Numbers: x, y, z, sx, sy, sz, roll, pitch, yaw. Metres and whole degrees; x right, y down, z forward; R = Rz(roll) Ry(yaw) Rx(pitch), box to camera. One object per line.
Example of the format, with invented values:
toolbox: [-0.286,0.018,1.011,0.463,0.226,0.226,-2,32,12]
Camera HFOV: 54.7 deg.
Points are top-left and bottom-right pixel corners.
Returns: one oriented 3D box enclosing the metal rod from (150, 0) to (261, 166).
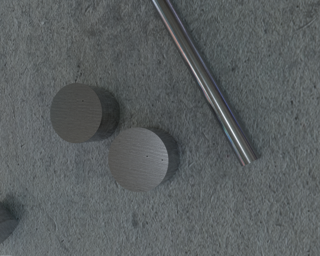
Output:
metal rod: [0.041,-0.091,0.394,0.025,0.025,0.299,-30,80,17]

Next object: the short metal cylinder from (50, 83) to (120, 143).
short metal cylinder: [-0.103,-0.020,0.432,0.080,0.050,0.080,0,90,20]

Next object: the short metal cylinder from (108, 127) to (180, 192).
short metal cylinder: [-0.019,0.039,0.402,0.080,0.050,0.080,0,90,20]

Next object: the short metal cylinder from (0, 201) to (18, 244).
short metal cylinder: [-0.271,0.153,0.475,0.050,0.080,0.080,42,103,15]
